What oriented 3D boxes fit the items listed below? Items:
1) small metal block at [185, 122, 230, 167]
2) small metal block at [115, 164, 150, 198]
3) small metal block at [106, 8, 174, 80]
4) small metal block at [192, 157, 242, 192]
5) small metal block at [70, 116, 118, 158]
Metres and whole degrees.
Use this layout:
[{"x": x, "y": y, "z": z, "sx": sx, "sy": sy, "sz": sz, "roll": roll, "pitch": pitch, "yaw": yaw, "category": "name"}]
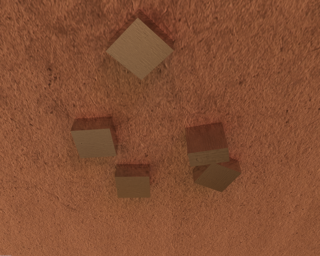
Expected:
[{"x": 0.062, "y": 0.021, "z": 0.409, "sx": 0.050, "sy": 0.050, "sz": 0.025, "roll": -9, "pitch": 130, "yaw": 7, "category": "small metal block"}, {"x": -0.041, "y": 0.082, "z": 0.476, "sx": 0.050, "sy": 0.025, "sz": 0.050, "roll": 0, "pitch": 130, "yaw": 0, "category": "small metal block"}, {"x": -0.021, "y": -0.088, "z": 0.332, "sx": 0.050, "sy": 0.025, "sz": 0.050, "roll": 37, "pitch": 121, "yaw": -27, "category": "small metal block"}, {"x": 0.084, "y": 0.065, "z": 0.464, "sx": 0.050, "sy": 0.025, "sz": 0.050, "roll": 21, "pitch": 127, "yaw": -18, "category": "small metal block"}, {"x": -0.086, "y": 0.013, "z": 0.417, "sx": 0.050, "sy": 0.025, "sz": 0.050, "roll": -4, "pitch": 130, "yaw": 3, "category": "small metal block"}]
